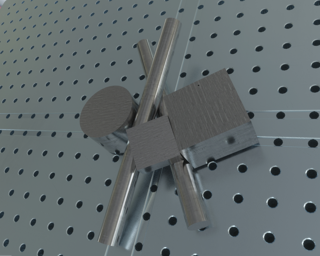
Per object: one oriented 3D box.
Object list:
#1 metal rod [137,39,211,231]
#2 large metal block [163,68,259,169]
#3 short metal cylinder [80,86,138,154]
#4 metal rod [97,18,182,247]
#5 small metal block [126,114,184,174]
[{"bbox_3d":[0.008,-0.015,0.409,0.025,0.025,0.299,-25,53,13],"label":"metal rod"},{"bbox_3d":[0.058,-0.011,0.363,0.080,0.050,0.080,-24,53,13],"label":"large metal block"},{"bbox_3d":[-0.062,-0.011,0.427,0.080,0.050,0.080,-13,57,20],"label":"short metal cylinder"},{"bbox_3d":[-0.021,-0.007,0.393,0.025,0.025,0.299,7,73,31],"label":"metal rod"},{"bbox_3d":[-0.006,0.019,0.354,0.050,0.025,0.050,-20,69,6],"label":"small metal block"}]
